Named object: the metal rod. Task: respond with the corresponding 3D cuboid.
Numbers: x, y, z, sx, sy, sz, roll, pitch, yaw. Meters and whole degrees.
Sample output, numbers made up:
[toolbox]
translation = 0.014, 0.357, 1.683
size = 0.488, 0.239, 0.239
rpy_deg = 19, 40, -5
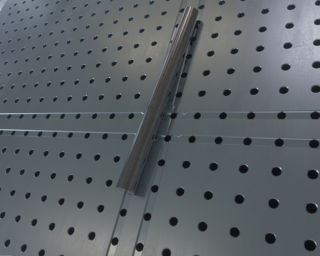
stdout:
[metal rod]
translation = 0.004, -0.053, 0.439
size = 0.025, 0.025, 0.300
rpy_deg = 6, 64, 31
